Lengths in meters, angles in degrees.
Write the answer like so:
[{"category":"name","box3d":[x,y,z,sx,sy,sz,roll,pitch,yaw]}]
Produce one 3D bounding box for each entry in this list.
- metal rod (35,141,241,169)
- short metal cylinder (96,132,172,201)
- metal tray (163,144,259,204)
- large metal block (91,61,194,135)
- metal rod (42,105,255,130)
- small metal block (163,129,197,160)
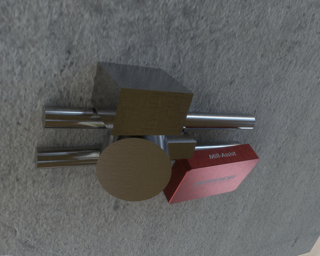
[{"category":"metal rod","box3d":[-0.009,0.034,0.426,0.303,0.025,0.025,0,119,-29]},{"category":"short metal cylinder","box3d":[-0.029,0.036,0.354,0.081,0.050,0.079,-1,114,-2]},{"category":"metal tray","box3d":[0.077,0.070,0.474,0.131,0.030,0.089,-5,138,-28]},{"category":"large metal block","box3d":[-0.023,-0.033,0.342,0.081,0.080,0.050,1,118,-29]},{"category":"metal rod","box3d":[0.007,-0.011,0.407,0.303,0.025,0.025,1,118,-29]},{"category":"small metal block","box3d":[0.012,0.017,0.411,0.050,0.050,0.025,1,118,-29]}]
